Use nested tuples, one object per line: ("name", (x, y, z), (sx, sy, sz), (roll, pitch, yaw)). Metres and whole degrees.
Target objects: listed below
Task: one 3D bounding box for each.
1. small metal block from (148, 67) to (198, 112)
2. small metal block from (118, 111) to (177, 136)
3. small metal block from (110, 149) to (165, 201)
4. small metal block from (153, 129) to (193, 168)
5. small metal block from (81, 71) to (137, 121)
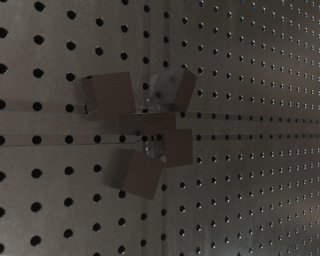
("small metal block", (0.016, -0.049, 0.409), (0.025, 0.050, 0.050), (30, 71, -37))
("small metal block", (-0.016, -0.006, 0.381), (0.050, 0.050, 0.025), (-7, 95, -40))
("small metal block", (-0.027, 0.059, 0.388), (0.050, 0.025, 0.050), (29, 72, -37))
("small metal block", (0.019, 0.027, 0.427), (0.050, 0.025, 0.050), (-3, 92, -40))
("small metal block", (-0.059, -0.037, 0.361), (0.050, 0.025, 0.050), (-15, 100, -39))
